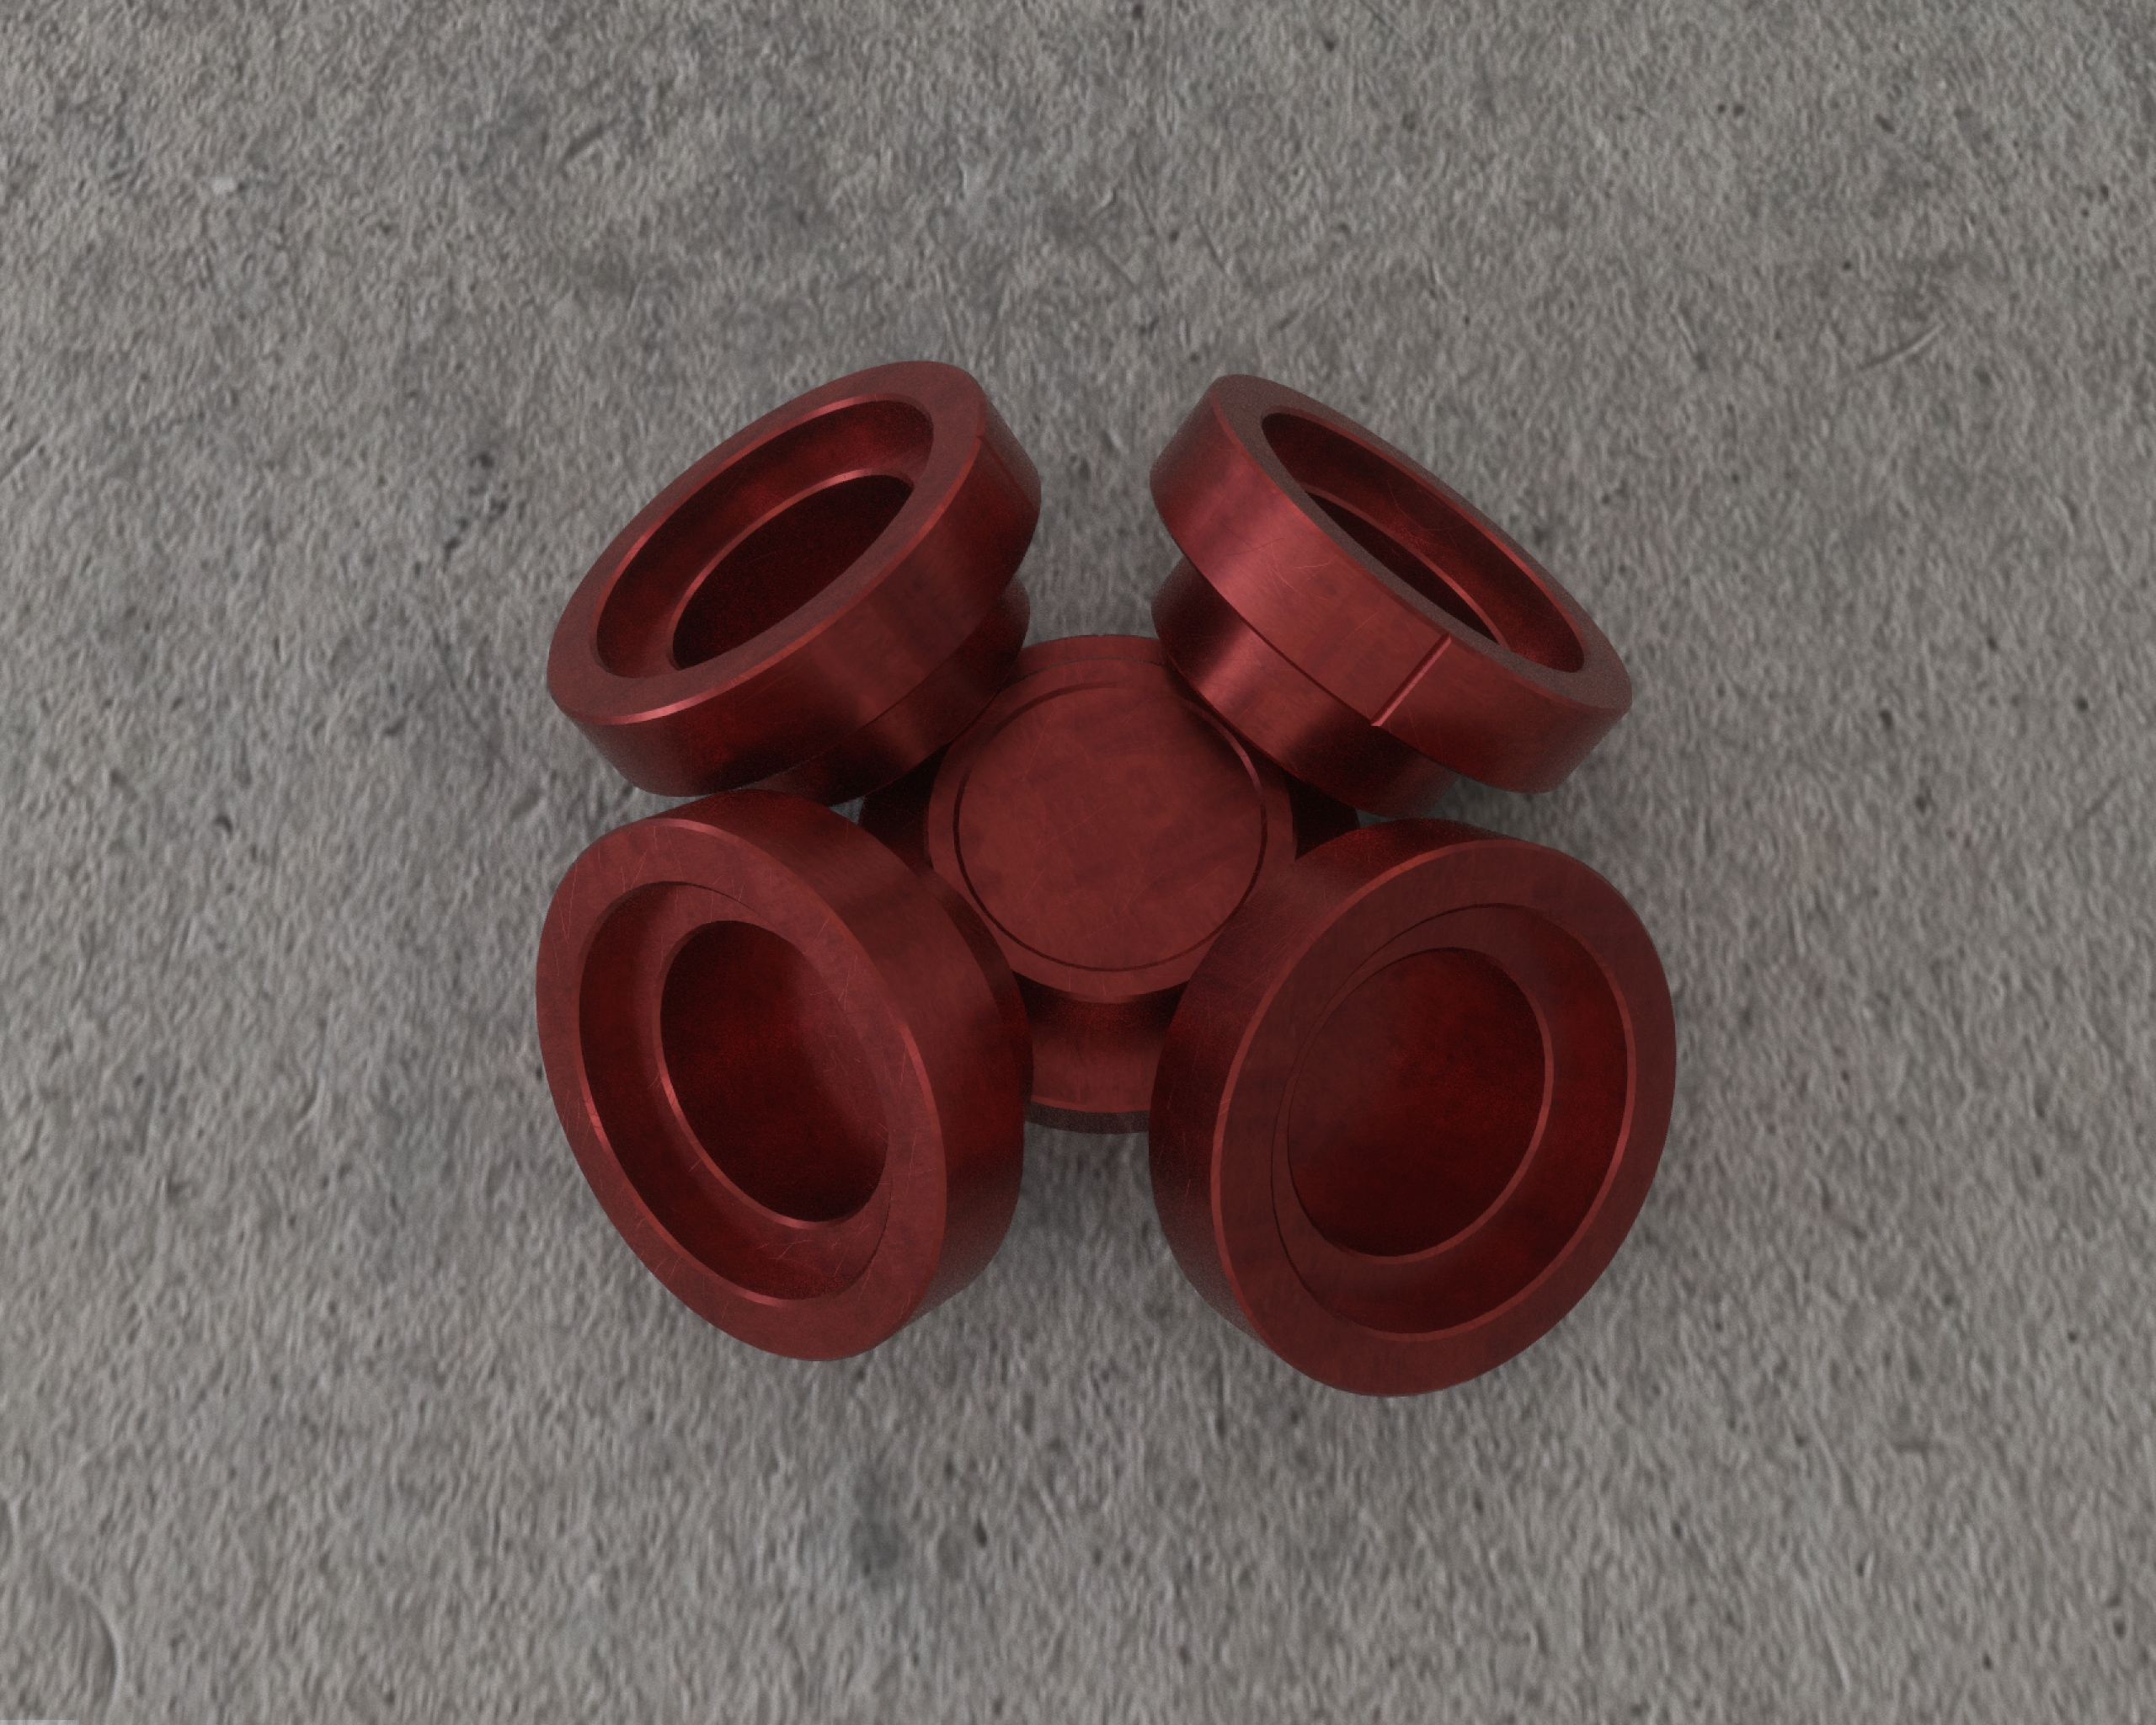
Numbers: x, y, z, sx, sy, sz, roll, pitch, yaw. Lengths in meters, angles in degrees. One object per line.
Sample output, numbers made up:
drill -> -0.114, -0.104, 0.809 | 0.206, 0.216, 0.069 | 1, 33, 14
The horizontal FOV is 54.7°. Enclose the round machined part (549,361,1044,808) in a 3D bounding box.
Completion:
round machined part -> -0.048, -0.048, 0.399 | 0.098, 0.042, 0.098 | -23, 37, 19

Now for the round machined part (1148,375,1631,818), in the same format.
round machined part -> 0.053, -0.046, 0.397 | 0.098, 0.099, 0.042 | 45, 116, 14

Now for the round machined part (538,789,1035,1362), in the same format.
round machined part -> -0.047, 0.034, 0.367 | 0.098, 0.097, 0.042 | 48, 40, 15

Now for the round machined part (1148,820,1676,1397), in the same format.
round machined part -> 0.054, 0.040, 0.367 | 0.099, 0.042, 0.097 | -8, 105, -28

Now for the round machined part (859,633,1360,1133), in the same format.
round machined part -> 0.006, 0.000, 0.399 | 0.099, 0.042, 0.098 | 0, 70, 0
